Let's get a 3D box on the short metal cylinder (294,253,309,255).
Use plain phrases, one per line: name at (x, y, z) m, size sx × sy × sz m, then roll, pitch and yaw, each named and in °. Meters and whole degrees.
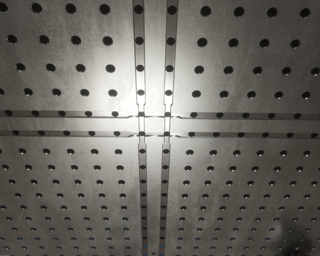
short metal cylinder at (0.297, 0.312, 0.646) m, size 0.081 × 0.080 × 0.050 m, roll 16°, pitch 128°, yaw -14°
